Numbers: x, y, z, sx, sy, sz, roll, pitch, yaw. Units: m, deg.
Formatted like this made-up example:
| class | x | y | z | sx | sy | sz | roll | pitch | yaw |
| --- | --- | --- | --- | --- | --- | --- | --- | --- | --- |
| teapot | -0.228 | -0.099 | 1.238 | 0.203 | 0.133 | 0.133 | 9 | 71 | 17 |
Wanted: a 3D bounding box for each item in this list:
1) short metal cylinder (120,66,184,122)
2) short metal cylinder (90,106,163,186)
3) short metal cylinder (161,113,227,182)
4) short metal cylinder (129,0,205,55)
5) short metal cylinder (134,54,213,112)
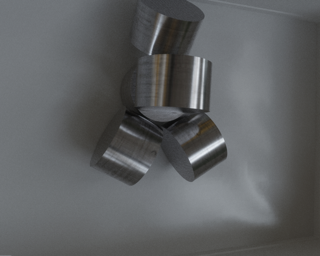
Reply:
| class | x | y | z | sx | sy | sz | roll | pitch | yaw |
| --- | --- | --- | --- | --- | --- | --- | --- | --- | --- |
| short metal cylinder | -0.005 | -0.047 | 0.392 | 0.081 | 0.050 | 0.080 | 0 | 90 | -20 |
| short metal cylinder | -0.040 | 0.021 | 0.365 | 0.050 | 0.080 | 0.080 | 31 | 80 | -17 |
| short metal cylinder | 0.039 | 0.021 | 0.394 | 0.050 | 0.080 | 0.080 | -30 | 100 | -17 |
| short metal cylinder | 0.007 | -0.124 | 0.375 | 0.081 | 0.080 | 0.050 | 4 | 131 | -20 |
| short metal cylinder | 0.014 | -0.044 | 0.331 | 0.081 | 0.080 | 0.050 | 3 | 89 | -20 |
